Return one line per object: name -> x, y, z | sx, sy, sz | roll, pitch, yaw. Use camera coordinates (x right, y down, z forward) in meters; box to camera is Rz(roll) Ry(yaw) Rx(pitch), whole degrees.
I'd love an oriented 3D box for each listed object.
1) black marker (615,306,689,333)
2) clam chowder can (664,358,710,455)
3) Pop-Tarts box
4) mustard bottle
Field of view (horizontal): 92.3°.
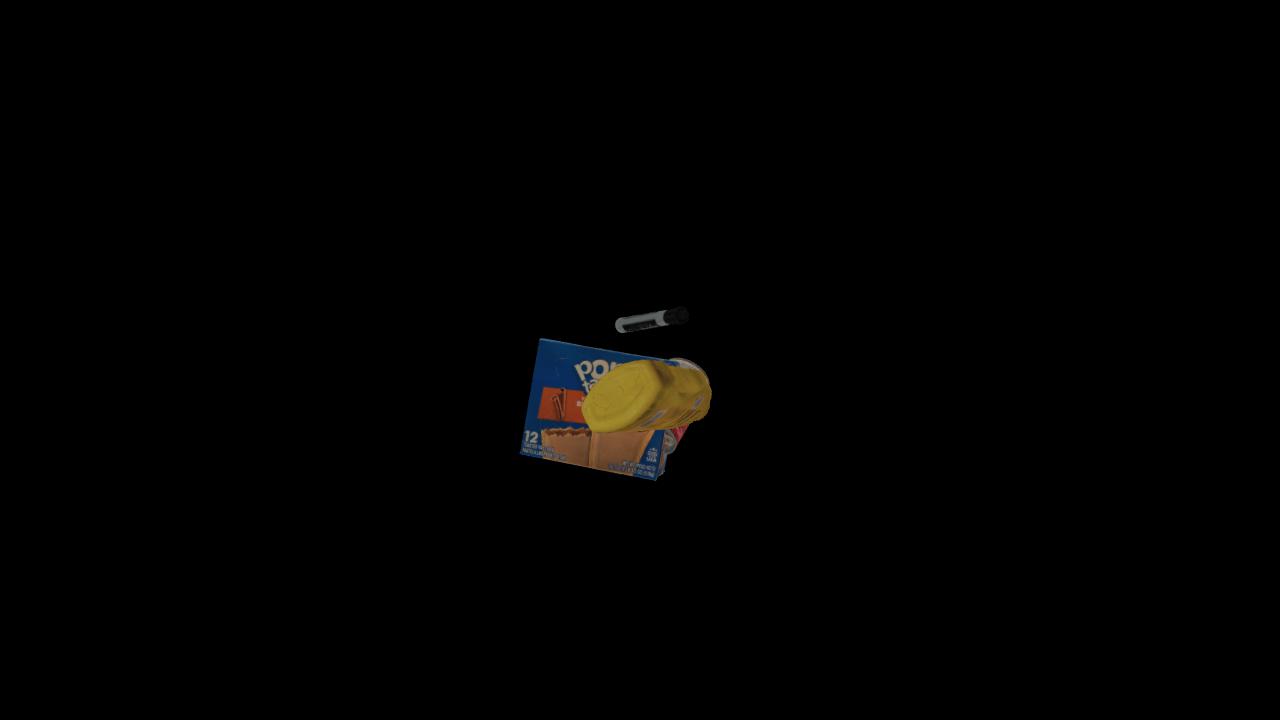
black marker -> 0.012, -0.044, 0.690 | 0.020, 0.020, 0.121 | 0, -3, -35
clam chowder can -> 0.035, 0.053, 0.740 | 0.068, 0.068, 0.102 | 0, 41, 38
Pop-Tarts box -> -0.044, 0.058, 0.747 | 0.167, 0.141, 0.083 | 10, -1, 8
mustard bottle -> 0.026, 0.042, 0.633 | 0.092, 0.054, 0.184 | -41, -24, 20
